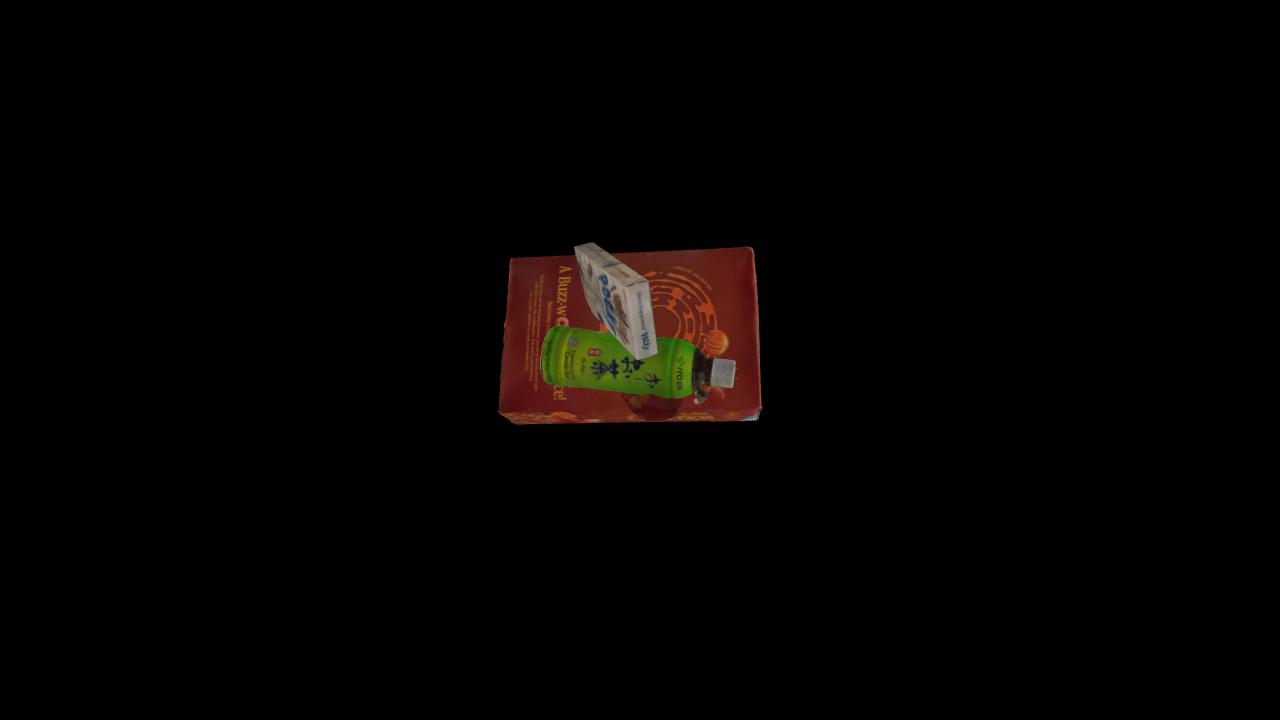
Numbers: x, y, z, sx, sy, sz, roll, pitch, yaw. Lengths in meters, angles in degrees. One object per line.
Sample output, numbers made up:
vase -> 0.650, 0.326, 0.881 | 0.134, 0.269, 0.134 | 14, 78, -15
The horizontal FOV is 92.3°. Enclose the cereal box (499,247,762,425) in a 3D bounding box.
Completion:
cereal box -> -0.009, -0.027, 0.750 | 0.306, 0.203, 0.081 | -2, -17, 5

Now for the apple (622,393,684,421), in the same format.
apple -> 0.022, 0.033, 0.708 | 0.079, 0.079, 0.093 | 0, 8, 34

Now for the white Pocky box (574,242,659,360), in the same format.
white Pocky box -> -0.027, -0.068, 0.659 | 0.028, 0.084, 0.154 | -19, 31, -17

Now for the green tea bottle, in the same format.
green tea bottle -> -0.001, 0.004, 0.682 | 0.212, 0.073, 0.073 | 4, 1, 12
